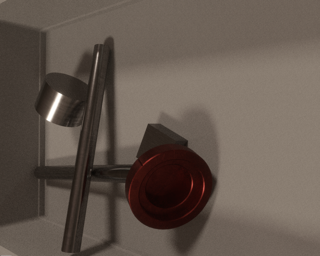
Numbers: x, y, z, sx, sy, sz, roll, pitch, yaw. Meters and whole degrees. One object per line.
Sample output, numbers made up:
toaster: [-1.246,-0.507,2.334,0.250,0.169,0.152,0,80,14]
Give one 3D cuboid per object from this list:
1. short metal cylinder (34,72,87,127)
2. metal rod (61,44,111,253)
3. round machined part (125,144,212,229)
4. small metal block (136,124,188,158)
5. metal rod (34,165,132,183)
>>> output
short metal cylinder: [-0.150,-0.045,0.492,0.080,0.081,0.050,45,117,30]
metal rod: [-0.105,0.021,0.449,0.025,0.025,0.299,-3,75,39]
round machined part: [0.007,0.064,0.361,0.042,0.099,0.097,-138,60,-66]
small metal block: [0.002,0.027,0.404,0.050,0.025,0.050,32,110,35]
metal rod: [-0.121,0.071,0.487,0.300,0.025,0.025,-7,85,44]
